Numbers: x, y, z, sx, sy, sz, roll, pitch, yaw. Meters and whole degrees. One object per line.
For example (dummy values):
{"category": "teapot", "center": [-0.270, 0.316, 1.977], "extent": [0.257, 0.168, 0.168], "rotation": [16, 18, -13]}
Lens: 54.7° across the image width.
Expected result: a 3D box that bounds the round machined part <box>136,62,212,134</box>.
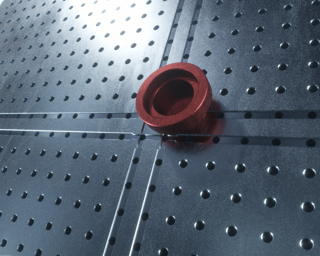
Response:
{"category": "round machined part", "center": [0.021, -0.035, 0.407], "extent": [0.098, 0.042, 0.098], "rotation": [-13, 56, 20]}
